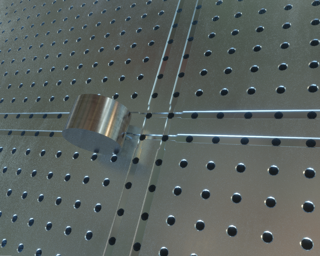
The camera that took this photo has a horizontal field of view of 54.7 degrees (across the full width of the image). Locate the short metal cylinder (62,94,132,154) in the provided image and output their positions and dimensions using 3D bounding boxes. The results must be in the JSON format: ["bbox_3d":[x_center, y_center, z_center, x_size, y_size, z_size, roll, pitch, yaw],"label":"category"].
[{"bbox_3d":[-0.084,-0.003,0.417,0.080,0.080,0.050,-1,62,27],"label":"short metal cylinder"}]
